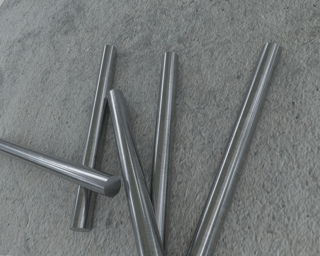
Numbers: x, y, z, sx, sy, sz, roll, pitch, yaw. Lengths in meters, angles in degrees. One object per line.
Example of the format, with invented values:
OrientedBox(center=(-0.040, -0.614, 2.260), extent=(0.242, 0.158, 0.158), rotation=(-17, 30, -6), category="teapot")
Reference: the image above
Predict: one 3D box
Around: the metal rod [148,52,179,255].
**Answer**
OrientedBox(center=(0.004, 0.025, 0.386), extent=(0.025, 0.025, 0.299), rotation=(-9, 58, 23), category="metal rod")

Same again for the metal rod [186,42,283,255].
OrientedBox(center=(0.083, 0.030, 0.341), extent=(0.025, 0.025, 0.300), rotation=(12, 67, 33), category="metal rod")

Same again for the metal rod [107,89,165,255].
OrientedBox(center=(-0.032, 0.052, 0.365), extent=(0.025, 0.025, 0.300), rotation=(-29, 45, 10), category="metal rod")

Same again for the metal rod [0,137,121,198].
OrientedBox(center=(-0.167, 0.046, 0.441), extent=(0.300, 0.025, 0.025), rotation=(9, 66, 39), category="metal rod")

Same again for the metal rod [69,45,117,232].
OrientedBox(center=(-0.092, -0.004, 0.454), extent=(0.025, 0.025, 0.299), rotation=(-11, 57, 22), category="metal rod")
